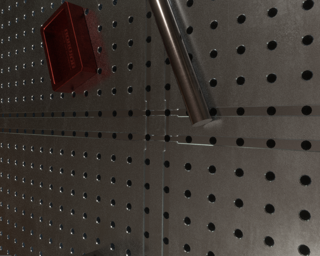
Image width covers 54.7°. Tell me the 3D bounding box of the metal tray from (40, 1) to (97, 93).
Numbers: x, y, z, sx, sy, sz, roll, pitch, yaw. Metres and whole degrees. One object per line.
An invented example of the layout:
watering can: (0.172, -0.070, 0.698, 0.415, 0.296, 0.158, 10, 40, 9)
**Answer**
metal tray: (-0.160, -0.137, 0.534, 0.090, 0.030, 0.129, -25, 74, 37)

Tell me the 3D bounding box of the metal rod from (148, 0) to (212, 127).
metal rod: (0.006, -0.144, 0.402, 0.025, 0.025, 0.299, -28, 73, 36)

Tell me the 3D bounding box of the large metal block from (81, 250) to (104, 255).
large metal block: (-0.118, 0.245, 0.469, 0.050, 0.081, 0.079, 18, 101, 38)
